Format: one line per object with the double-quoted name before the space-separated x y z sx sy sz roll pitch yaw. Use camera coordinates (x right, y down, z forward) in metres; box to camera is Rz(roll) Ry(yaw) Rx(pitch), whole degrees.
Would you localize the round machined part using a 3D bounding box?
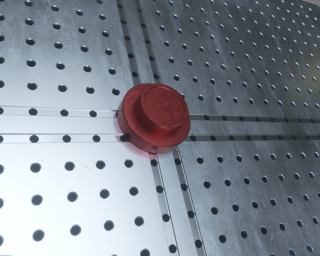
"round machined part" -0.002 -0.019 0.407 0.099 0.042 0.098 14 56 -21
